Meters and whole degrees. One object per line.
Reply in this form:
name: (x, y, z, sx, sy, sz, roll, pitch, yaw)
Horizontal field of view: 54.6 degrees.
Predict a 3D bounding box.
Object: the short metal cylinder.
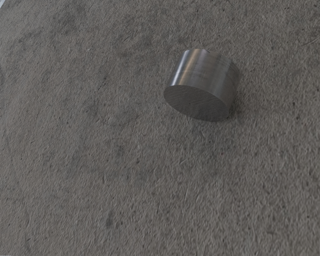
short metal cylinder: (0.051, -0.049, 0.373, 0.080, 0.080, 0.050, 10, 67, 32)
